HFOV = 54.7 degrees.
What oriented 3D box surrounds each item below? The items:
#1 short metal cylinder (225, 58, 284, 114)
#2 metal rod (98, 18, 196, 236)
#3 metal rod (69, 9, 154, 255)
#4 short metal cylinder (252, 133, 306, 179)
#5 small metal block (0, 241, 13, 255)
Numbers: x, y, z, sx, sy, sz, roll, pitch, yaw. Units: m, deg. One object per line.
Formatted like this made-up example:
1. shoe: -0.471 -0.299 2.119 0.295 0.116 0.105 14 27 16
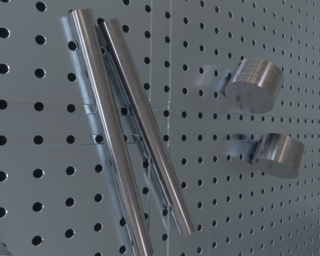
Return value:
1. short metal cylinder: 0.153 -0.067 0.502 0.080 0.080 0.050 44 64 -31
2. metal rod: -0.011 0.011 0.400 0.025 0.025 0.298 -32 110 -35
3. metal rod: -0.053 0.017 0.364 0.025 0.025 0.298 -22 104 -38
4. short metal cylinder: 0.211 0.051 0.551 0.080 0.080 0.050 38 67 -34
5. small metal block: -0.155 0.124 0.263 0.050 0.050 0.025 -14 99 -39
